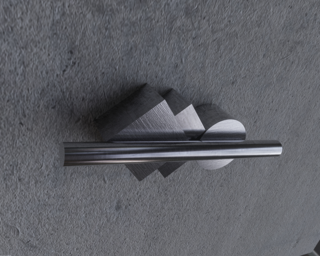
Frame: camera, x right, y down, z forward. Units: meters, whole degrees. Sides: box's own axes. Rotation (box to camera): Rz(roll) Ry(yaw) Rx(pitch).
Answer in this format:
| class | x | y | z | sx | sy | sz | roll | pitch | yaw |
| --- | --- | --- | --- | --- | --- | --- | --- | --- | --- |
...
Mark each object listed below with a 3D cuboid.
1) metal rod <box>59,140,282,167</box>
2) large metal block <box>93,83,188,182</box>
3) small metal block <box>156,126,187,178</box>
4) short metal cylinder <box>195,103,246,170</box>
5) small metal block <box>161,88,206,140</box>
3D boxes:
| class | x | y | z | sx | sy | sz | roll | pitch | yaw |
| --- | --- | --- | --- | --- | --- | --- | --- | --- | --- |
| metal rod | 0.036 | 0.028 | 0.378 | 0.303 | 0.025 | 0.025 | 1 | 118 | -29 |
| large metal block | -0.020 | 0.006 | 0.383 | 0.080 | 0.050 | 0.080 | -36 | 129 | -4 |
| small metal block | 0.010 | 0.031 | 0.418 | 0.050 | 0.050 | 0.025 | -36 | 130 | -4 |
| short metal cylinder | 0.073 | 0.012 | 0.438 | 0.081 | 0.050 | 0.079 | -14 | 124 | -21 |
| small metal block | 0.027 | -0.017 | 0.397 | 0.025 | 0.050 | 0.050 | -37 | 130 | -4 |
